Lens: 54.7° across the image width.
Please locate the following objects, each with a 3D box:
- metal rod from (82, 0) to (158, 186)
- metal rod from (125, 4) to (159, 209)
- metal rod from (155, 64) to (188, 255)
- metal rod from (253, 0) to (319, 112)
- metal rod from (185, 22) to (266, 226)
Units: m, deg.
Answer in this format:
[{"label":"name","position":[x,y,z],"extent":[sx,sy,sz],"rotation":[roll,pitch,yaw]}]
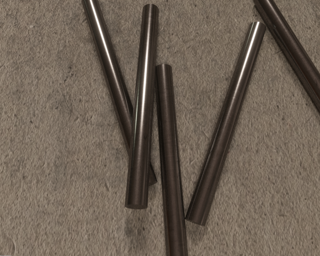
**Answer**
[{"label":"metal rod","position":[-0.062,-0.063,0.430],"extent":[0.025,0.025,0.299],"rotation":[-17,71,-7]},{"label":"metal rod","position":[-0.020,-0.047,0.407],"extent":[0.025,0.025,0.299],"rotation":[2,63,0]},{"label":"metal rod","position":[0.014,0.056,0.387],"extent":[0.025,0.025,0.299],"rotation":[-3,70,-2]},{"label":"metal rod","position":[0.211,-0.074,0.437],"extent":[0.025,0.025,0.299],"rotation":[-20,71,-7]},{"label":"metal rod","position":[0.094,-0.019,0.416],"extent":[0.025,0.025,0.300],"rotation":[20,71,6]}]
